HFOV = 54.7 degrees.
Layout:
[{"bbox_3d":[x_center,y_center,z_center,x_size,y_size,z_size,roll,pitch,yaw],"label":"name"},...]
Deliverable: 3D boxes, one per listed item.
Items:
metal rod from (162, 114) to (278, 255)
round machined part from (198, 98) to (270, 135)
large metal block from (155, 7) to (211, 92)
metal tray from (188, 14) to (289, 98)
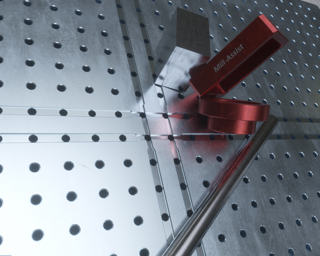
[{"bbox_3d":[0.097,0.067,0.419,0.025,0.025,0.302,45,51,3],"label":"metal rod"},{"bbox_3d":[0.103,-0.017,0.440,0.099,0.098,0.042,0,101,-28],"label":"round machined part"},{"bbox_3d":[0.032,-0.114,0.457,0.050,0.080,0.080,14,56,-16],"label":"large metal block"},{"bbox_3d":[0.112,-0.095,0.442,0.030,0.130,0.091,56,29,14],"label":"metal tray"}]
